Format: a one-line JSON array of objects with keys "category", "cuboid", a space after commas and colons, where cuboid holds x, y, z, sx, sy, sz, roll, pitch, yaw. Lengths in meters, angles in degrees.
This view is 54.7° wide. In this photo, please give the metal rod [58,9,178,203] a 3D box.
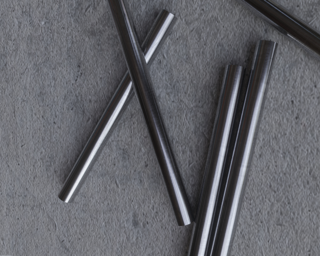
[{"category": "metal rod", "cuboid": [-0.063, -0.023, 0.431, 0.025, 0.025, 0.299, 34, 101, 16]}]

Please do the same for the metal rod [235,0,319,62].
[{"category": "metal rod", "cuboid": [0.203, -0.067, 0.337, 0.300, 0.025, 0.025, 43, 103, 14]}]

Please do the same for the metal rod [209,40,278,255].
[{"category": "metal rod", "cuboid": [0.096, 0.046, 0.374, 0.025, 0.025, 0.298, 13, 94, 19]}]

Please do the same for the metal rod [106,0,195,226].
[{"category": "metal rod", "cuboid": [-0.011, -0.022, 0.394, 0.025, 0.025, 0.298, -17, 92, 19]}]

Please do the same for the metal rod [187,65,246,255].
[{"category": "metal rod", "cuboid": [0.064, 0.072, 0.386, 0.025, 0.025, 0.298, 12, 94, 19]}]
